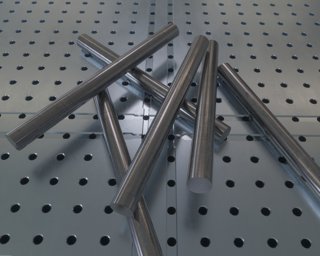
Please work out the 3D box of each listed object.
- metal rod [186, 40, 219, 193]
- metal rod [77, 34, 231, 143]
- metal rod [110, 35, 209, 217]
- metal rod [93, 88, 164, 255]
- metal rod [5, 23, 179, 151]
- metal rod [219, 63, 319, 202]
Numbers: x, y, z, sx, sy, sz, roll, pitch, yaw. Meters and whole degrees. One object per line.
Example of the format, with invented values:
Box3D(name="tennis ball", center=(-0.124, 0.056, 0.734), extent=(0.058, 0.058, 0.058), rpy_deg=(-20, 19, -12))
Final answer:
Box3D(name="metal rod", center=(0.063, -0.041, 0.413), extent=(0.025, 0.025, 0.300), rpy_deg=(7, 41, 6))
Box3D(name="metal rod", center=(-0.024, -0.071, 0.466), extent=(0.300, 0.025, 0.025), rpy_deg=(36, 59, 26))
Box3D(name="metal rod", center=(0.014, -0.027, 0.396), extent=(0.025, 0.025, 0.301), rpy_deg=(16, 52, 13))
Box3D(name="metal rod", center=(-0.041, 0.053, 0.363), extent=(0.025, 0.025, 0.300), rpy_deg=(-14, 52, -12))
Box3D(name="metal rod", center=(-0.075, -0.072, 0.433), extent=(0.025, 0.025, 0.301), rpy_deg=(33, 57, 24))
Box3D(name="metal rod", center=(0.156, 0.014, 0.396), extent=(0.025, 0.025, 0.300), rpy_deg=(-18, 52, -14))
